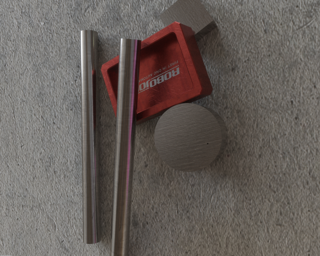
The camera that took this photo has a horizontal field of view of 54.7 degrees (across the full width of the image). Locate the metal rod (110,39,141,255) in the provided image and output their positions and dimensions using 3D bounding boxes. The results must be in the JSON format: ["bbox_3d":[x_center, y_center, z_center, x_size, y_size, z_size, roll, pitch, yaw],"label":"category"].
[{"bbox_3d":[-0.046,0.041,0.397,0.025,0.025,0.298,9,104,19],"label":"metal rod"}]

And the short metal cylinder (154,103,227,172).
[{"bbox_3d":[0.039,0.011,0.382,0.080,0.050,0.079,0,90,19],"label":"short metal cylinder"}]

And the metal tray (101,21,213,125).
[{"bbox_3d":[-0.009,-0.062,0.393,0.130,0.030,0.090,-21,84,32],"label":"metal tray"}]

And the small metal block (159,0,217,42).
[{"bbox_3d":[0.036,-0.137,0.396,0.050,0.025,0.050,-36,79,16],"label":"small metal block"}]

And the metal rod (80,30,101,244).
[{"bbox_3d":[-0.099,0.012,0.443,0.025,0.025,0.298,-1,90,20],"label":"metal rod"}]
